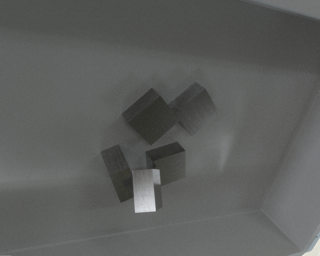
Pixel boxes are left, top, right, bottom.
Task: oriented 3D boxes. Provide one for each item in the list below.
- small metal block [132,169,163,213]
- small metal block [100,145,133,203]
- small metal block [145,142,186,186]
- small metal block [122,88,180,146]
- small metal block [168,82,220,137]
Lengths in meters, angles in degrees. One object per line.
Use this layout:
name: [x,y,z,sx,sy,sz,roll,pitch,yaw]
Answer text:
small metal block: [-0.015,0.079,0.395,0.025,0.050,0.050,-7,170,9]
small metal block: [-0.052,0.058,0.399,0.025,0.050,0.050,-22,127,-11]
small metal block: [0.009,0.053,0.446,0.050,0.025,0.050,-16,125,-19]
small metal block: [-0.011,-0.014,0.394,0.050,0.025,0.050,-41,129,0]
small metal block: [0.046,-0.025,0.418,0.050,0.025,0.050,-40,130,-1]
